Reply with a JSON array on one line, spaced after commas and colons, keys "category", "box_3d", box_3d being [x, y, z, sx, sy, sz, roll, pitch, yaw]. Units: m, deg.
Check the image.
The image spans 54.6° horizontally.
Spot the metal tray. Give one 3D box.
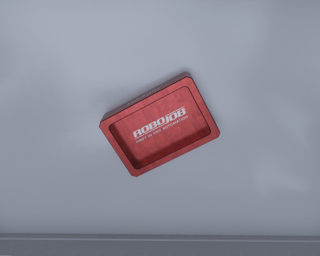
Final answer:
[{"category": "metal tray", "box_3d": [0.000, -0.003, 0.404, 0.130, 0.030, 0.090, -27, 108, 9]}]
